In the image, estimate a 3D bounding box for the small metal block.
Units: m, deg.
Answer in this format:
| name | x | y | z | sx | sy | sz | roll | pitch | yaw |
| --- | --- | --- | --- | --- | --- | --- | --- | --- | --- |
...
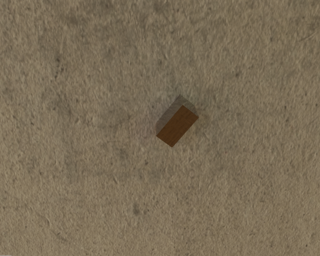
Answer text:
| name | x | y | z | sx | sy | sz | roll | pitch | yaw |
| --- | --- | --- | --- | --- | --- | --- | --- | --- | --- |
| small metal block | 0.021 | -0.010 | 0.393 | 0.025 | 0.050 | 0.050 | 37 | 106 | -12 |
